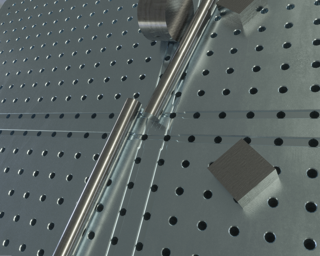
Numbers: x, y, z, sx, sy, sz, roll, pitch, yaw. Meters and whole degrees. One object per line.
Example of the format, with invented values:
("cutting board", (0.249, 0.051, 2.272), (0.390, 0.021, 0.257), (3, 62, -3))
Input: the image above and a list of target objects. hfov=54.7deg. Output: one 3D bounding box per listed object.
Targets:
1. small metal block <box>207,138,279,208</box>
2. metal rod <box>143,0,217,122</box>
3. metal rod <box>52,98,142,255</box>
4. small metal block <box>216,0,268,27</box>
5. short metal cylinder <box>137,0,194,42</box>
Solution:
("small metal block", (0.088, 0.048, 0.333), (0.050, 0.025, 0.050), (-41, 51, 0))
("metal rod", (0.051, -0.143, 0.469), (0.025, 0.025, 0.300), (14, 69, 34))
("metal rod", (-0.091, 0.093, 0.399), (0.025, 0.025, 0.300), (9, 66, 32))
("small metal block", (0.121, -0.184, 0.458), (0.050, 0.025, 0.050), (-43, 51, -1))
("short metal cylinder", (0.010, -0.174, 0.475), (0.050, 0.080, 0.080), (13, 68, 33))
